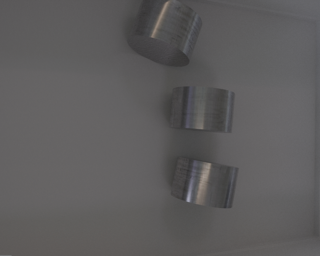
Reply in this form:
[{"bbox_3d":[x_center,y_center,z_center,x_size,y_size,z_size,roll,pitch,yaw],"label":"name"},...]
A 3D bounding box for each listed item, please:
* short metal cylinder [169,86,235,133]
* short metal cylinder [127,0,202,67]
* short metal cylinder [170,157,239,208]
[{"bbox_3d":[0.054,-0.022,0.401,0.081,0.080,0.050,6,88,-20],"label":"short metal cylinder"},{"bbox_3d":[0.006,-0.116,0.383,0.080,0.080,0.050,21,83,-19],"label":"short metal cylinder"},{"bbox_3d":[0.058,0.069,0.403,0.081,0.080,0.050,12,86,-20],"label":"short metal cylinder"}]
